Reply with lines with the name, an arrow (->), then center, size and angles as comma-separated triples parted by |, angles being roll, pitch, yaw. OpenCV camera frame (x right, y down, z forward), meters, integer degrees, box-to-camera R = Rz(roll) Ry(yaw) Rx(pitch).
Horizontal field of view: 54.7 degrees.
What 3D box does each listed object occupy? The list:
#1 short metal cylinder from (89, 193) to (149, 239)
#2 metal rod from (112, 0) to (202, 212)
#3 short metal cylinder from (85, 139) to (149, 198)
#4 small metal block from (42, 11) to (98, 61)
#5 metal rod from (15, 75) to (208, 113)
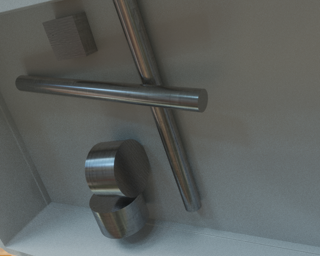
short metal cylinder -> -0.062, 0.123, 0.480 | 0.080, 0.080, 0.050 | -2, 118, 29
metal rod -> 0.004, -0.016, 0.395 | 0.025, 0.025, 0.298 | -5, 116, 30
short metal cylinder -> -0.059, 0.058, 0.438 | 0.050, 0.080, 0.080 | -7, 115, 31
small metal block -> -0.114, -0.116, 0.395 | 0.050, 0.025, 0.050 | -1, 118, 28
metal rod -> -0.083, -0.048, 0.398 | 0.300, 0.025, 0.025 | 9, 123, 31
